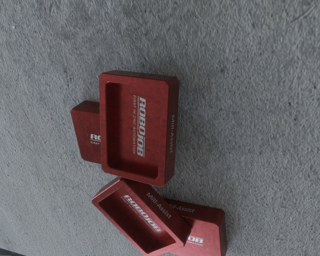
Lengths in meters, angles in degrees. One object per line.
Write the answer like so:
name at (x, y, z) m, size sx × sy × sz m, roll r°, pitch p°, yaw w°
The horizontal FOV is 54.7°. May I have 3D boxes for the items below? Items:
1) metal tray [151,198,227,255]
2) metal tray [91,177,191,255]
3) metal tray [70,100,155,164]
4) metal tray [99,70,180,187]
metal tray at (0.035, 0.158, 0.483) m, size 0.130 × 0.030 × 0.089 m, roll 5°, pitch 121°, yaw 25°
metal tray at (-0.029, 0.129, 0.458) m, size 0.130 × 0.030 × 0.090 m, roll 47°, pitch 129°, yaw -5°
metal tray at (-0.059, 0.014, 0.443) m, size 0.130 × 0.030 × 0.089 m, roll 9°, pitch 123°, yaw 23°
metal tray at (-0.027, 0.000, 0.377) m, size 0.090 × 0.030 × 0.129 m, roll 10°, pitch 111°, yaw 22°
